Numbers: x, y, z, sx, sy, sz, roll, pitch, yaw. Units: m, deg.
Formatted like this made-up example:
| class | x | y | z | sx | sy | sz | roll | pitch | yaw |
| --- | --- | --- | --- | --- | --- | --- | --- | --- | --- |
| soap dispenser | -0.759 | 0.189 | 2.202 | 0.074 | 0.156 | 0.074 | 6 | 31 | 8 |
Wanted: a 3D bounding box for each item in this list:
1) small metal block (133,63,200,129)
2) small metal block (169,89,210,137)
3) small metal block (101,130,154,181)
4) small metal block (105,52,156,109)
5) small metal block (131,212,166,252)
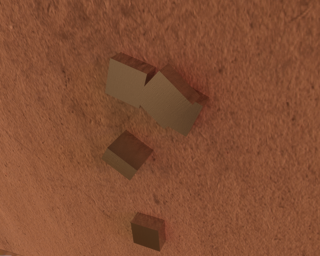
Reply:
| class | x | y | z | sx | sy | sz | roll | pitch | yaw |
| --- | --- | --- | --- | --- | --- | --- | --- | --- | --- |
| small metal block | 0.007 | -0.035 | 0.348 | 0.050 | 0.025 | 0.050 | 46 | 129 | -4 |
| small metal block | 0.024 | -0.025 | 0.377 | 0.050 | 0.025 | 0.050 | 31 | 128 | 7 |
| small metal block | -0.045 | 0.037 | 0.436 | 0.050 | 0.050 | 0.025 | 37 | 129 | 3 |
| small metal block | -0.038 | -0.060 | 0.388 | 0.050 | 0.025 | 0.050 | 25 | 127 | 12 |
| small metal block | -0.019 | 0.175 | 0.524 | 0.050 | 0.025 | 0.050 | 10 | 123 | 22 |
